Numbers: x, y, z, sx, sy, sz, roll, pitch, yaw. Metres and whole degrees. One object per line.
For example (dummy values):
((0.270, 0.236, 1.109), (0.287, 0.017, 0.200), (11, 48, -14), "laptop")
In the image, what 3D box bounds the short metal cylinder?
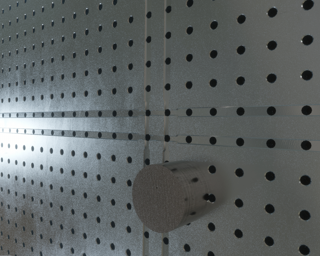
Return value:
((0.012, 0.082, 0.381), (0.080, 0.050, 0.079), (0, 90, 39), "short metal cylinder")
